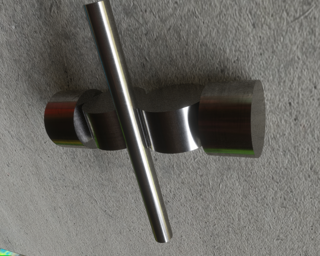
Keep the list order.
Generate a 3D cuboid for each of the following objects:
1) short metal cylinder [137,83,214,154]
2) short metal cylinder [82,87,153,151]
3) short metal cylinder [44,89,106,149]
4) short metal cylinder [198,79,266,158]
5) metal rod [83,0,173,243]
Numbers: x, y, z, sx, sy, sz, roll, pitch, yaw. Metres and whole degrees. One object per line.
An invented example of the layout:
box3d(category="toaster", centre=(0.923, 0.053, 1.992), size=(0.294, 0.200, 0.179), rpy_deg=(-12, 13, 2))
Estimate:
box3d(category="short metal cylinder", centre=(0.019, -0.013, 0.354), size=(0.080, 0.080, 0.050), rpy_deg=(1, 119, 28))
box3d(category="short metal cylinder", centre=(-0.051, -0.014, 0.391), size=(0.080, 0.080, 0.050), rpy_deg=(1, 119, 28))
box3d(category="short metal cylinder", centre=(-0.108, -0.012, 0.422), size=(0.050, 0.080, 0.080), rpy_deg=(1, 119, 28))
box3d(category="short metal cylinder", centre=(0.078, -0.010, 0.326), size=(0.050, 0.080, 0.080), rpy_deg=(1, 119, 28))
box3d(category="metal rod", centre=(-0.027, 0.014, 0.352), size=(0.025, 0.025, 0.298), rpy_deg=(1, 119, 28))
